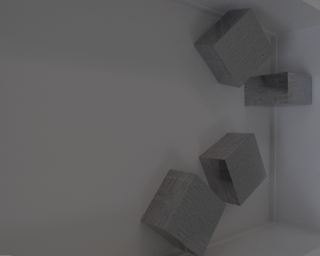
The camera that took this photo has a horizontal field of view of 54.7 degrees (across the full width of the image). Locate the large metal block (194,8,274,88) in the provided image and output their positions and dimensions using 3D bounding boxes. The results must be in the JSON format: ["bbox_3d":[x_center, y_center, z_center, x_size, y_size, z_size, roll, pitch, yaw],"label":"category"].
[{"bbox_3d":[0.112,-0.120,0.468,0.080,0.050,0.080,-46,120,-8],"label":"large metal block"}]

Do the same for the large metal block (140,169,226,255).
[{"bbox_3d":[0.034,0.114,0.419,0.080,0.050,0.080,47,62,-30],"label":"large metal block"}]

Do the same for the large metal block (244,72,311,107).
[{"bbox_3d":[0.206,-0.065,0.543,0.081,0.080,0.050,-2,91,-40],"label":"large metal block"}]

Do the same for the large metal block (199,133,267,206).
[{"bbox_3d":[0.117,0.062,0.488,0.081,0.050,0.080,-34,111,-35],"label":"large metal block"}]
